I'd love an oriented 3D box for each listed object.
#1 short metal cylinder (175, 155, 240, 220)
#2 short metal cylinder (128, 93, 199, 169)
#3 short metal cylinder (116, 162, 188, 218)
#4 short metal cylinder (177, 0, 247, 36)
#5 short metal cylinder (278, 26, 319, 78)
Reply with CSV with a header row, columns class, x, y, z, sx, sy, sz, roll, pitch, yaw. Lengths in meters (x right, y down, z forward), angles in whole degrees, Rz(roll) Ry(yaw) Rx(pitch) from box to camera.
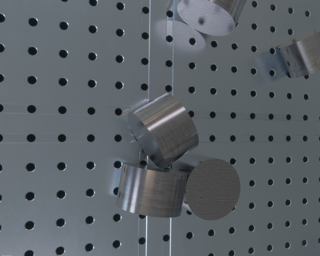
class,x,y,z,sx,sy,sz,roll,pitch,yaw
short metal cylinder,0.061,0.079,0.422,0.081,0.050,0.079,0,90,-20
short metal cylinder,0.003,0.003,0.384,0.050,0.080,0.080,-32,101,-17
short metal cylinder,-0.010,0.074,0.380,0.081,0.080,0.050,10,87,-20
short metal cylinder,0.069,-0.166,0.409,0.080,0.080,0.050,26,82,-18
short metal cylinder,0.228,-0.117,0.467,0.080,0.080,0.050,-31,100,-17
